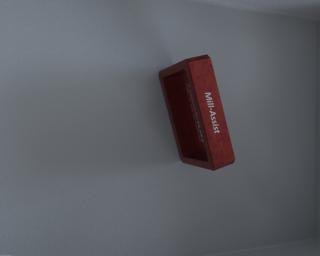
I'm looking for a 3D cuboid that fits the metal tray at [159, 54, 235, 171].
[{"bbox_3d":[0.043,-0.017,0.388,0.030,0.090,0.129,-17,96,-20],"label":"metal tray"}]
